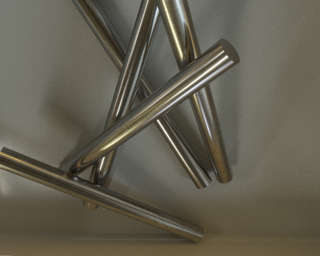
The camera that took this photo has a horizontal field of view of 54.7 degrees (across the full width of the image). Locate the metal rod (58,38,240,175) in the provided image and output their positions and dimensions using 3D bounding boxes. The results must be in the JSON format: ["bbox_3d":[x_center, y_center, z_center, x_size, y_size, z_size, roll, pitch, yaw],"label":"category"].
[{"bbox_3d":[-0.041,0.002,0.347,0.025,0.025,0.299,45,128,-15],"label":"metal rod"}]

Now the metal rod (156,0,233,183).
[{"bbox_3d":[0.045,-0.030,0.337,0.025,0.025,0.299,-19,134,6],"label":"metal rod"}]

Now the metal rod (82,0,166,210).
[{"bbox_3d":[-0.052,-0.014,0.384,0.025,0.025,0.298,18,117,-7],"label":"metal rod"}]

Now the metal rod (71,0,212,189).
[{"bbox_3d":[-0.016,-0.041,0.396,0.025,0.025,0.299,-30,108,10],"label":"metal rod"}]

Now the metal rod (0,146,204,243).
[{"bbox_3d":[-0.065,0.098,0.418,0.301,0.025,0.025,27,108,-21],"label":"metal rod"}]
